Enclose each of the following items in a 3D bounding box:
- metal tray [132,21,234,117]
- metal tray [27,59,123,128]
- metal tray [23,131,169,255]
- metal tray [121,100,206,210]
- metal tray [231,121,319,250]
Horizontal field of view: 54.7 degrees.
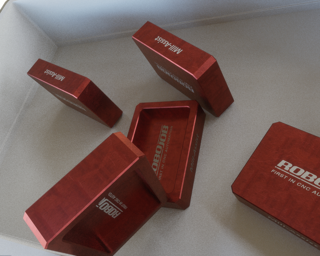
[{"bbox_3d":[0.028,-0.076,0.395,0.030,0.090,0.130,-46,51,-3],"label":"metal tray"},{"bbox_3d":[-0.127,-0.052,0.462,0.130,0.090,0.030,24,75,36],"label":"metal tray"},{"bbox_3d":[-0.043,0.068,0.270,0.090,0.130,0.030,-43,64,-12],"label":"metal tray"},{"bbox_3d":[0.000,0.029,0.384,0.090,0.030,0.130,0,61,28],"label":"metal tray"},{"bbox_3d":[0.146,0.058,0.290,0.130,0.030,0.090,29,77,37],"label":"metal tray"}]
